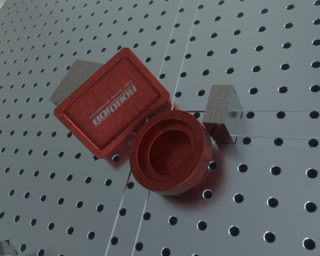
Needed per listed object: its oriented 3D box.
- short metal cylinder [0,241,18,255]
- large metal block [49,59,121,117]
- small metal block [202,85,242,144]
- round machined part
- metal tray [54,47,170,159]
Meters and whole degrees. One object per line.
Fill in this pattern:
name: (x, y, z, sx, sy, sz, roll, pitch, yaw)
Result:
short metal cylinder: (-0.208, 0.183, 0.370, 0.080, 0.080, 0.050, -44, 51, -2)
large metal block: (-0.111, -0.056, 0.485, 0.080, 0.050, 0.080, 17, 70, 34)
small metal block: (0.075, -0.016, 0.363, 0.025, 0.050, 0.050, 4, 64, 30)
round machined part: (0.016, 0.031, 0.365, 0.098, 0.042, 0.098, -15, 59, 27)
metal tray: (-0.064, -0.033, 0.421, 0.130, 0.090, 0.030, -42, 11, -1)
